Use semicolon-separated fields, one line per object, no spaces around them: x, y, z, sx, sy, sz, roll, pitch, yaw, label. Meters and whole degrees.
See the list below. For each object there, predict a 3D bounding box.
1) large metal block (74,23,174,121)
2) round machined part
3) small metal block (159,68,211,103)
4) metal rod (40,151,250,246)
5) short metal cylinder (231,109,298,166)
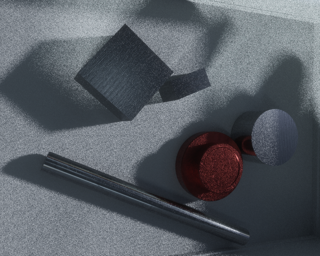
-0.045;-0.065;0.381;0.080;0.050;0.080;43;76;-15;large metal block
0.075;0.054;0.431;0.099;0.042;0.097;0;90;-21;round machined part
0.030;-0.056;0.410;0.050;0.050;0.025;-24;98;-19;small metal block
-0.005;0.100;0.409;0.302;0.025;0.025;25;82;-19;metal rod
0.153;0.013;0.456;0.081;0.050;0.079;0;90;-21;short metal cylinder
